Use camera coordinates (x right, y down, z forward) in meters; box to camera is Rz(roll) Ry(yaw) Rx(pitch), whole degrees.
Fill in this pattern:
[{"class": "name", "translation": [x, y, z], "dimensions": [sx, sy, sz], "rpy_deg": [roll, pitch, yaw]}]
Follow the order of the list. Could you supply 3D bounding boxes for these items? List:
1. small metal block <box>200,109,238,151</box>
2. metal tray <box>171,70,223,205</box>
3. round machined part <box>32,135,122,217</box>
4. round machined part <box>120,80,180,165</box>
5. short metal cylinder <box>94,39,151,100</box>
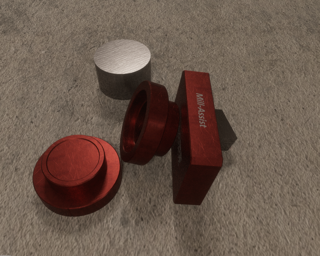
[{"class": "small metal block", "translation": [0.062, 0.001, 0.393], "dimensions": [0.050, 0.025, 0.050], "rpy_deg": [2, 47, -25]}, {"class": "metal tray", "translation": [0.036, 0.009, 0.351], "dimensions": [0.030, 0.089, 0.130], "rpy_deg": [5, 50, -7]}, {"class": "round machined part", "translation": [-0.094, 0.046, 0.352], "dimensions": [0.099, 0.042, 0.098], "rpy_deg": [0, 50, 0]}, {"class": "round machined part", "translation": [-0.011, -0.004, 0.365], "dimensions": [0.042, 0.097, 0.098], "rpy_deg": [15, 47, -21]}, {"class": "short metal cylinder", "translation": [-0.054, -0.087, 0.460], "dimensions": [0.081, 0.050, 0.080], "rpy_deg": [0, 50, 0]}]
